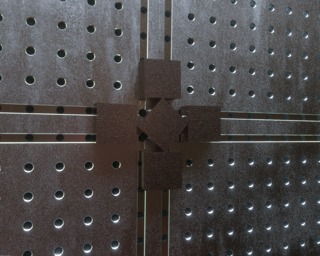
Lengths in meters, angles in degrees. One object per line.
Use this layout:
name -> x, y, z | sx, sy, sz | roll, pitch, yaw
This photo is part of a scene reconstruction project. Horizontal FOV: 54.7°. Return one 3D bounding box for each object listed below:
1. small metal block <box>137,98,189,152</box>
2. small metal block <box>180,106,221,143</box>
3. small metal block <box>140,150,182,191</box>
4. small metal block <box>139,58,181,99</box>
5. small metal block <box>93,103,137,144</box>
small metal block -> 0.001, -0.004, 0.413 | 0.050, 0.025, 0.050 | 44, 76, -15
small metal block -> 0.057, -0.006, 0.435 | 0.050, 0.025, 0.050 | 0, 90, -21
small metal block -> 0.002, 0.056, 0.414 | 0.050, 0.025, 0.050 | 0, 90, -21
small metal block -> 0.000, -0.064, 0.413 | 0.050, 0.025, 0.050 | -1, 90, -21
small metal block -> -0.057, -0.005, 0.392 | 0.050, 0.025, 0.050 | 1, 90, -21
